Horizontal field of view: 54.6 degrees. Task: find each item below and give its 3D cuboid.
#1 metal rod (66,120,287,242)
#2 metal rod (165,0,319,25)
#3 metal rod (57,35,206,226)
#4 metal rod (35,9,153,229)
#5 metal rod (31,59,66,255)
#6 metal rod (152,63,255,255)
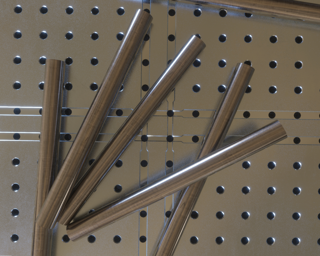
[{"bbox_3d":[0.015,0.070,0.393,0.300,0.025,0.025,-28,90,8],"label":"metal rod"},{"bbox_3d":[0.091,-0.171,0.413,0.302,0.025,0.025,9,90,0],"label":"metal rod"},{"bbox_3d":[-0.040,0.003,0.413,0.025,0.025,0.300,38,90,0],"label":"metal rod"},{"bbox_3d":[-0.082,-0.015,0.401,0.025,0.025,0.299,25,85,0],"label":"metal rod"},{"bbox_3d":[-0.150,0.060,0.412,0.025,0.025,0.298,4,90,0],"label":"metal rod"},{"bbox_3d":[0.054,0.055,0.413,0.025,0.025,0.299,24,90,0],"label":"metal rod"}]
